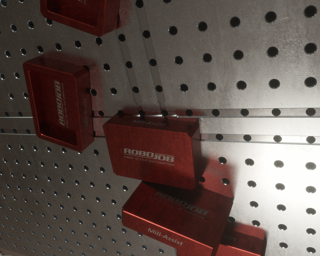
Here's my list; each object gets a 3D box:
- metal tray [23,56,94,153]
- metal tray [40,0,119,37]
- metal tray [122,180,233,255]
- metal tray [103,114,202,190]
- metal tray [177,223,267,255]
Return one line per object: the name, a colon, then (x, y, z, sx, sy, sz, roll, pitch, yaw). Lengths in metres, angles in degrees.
metal tray: (-0.149, -0.034, 0.463, 0.090, 0.030, 0.129, 16, 125, 18)
metal tray: (-0.089, -0.178, 0.342, 0.090, 0.030, 0.129, 23, 127, 14)
metal tray: (0.025, 0.116, 0.426, 0.130, 0.090, 0.030, 18, 125, 17)
metal tray: (-0.010, 0.032, 0.432, 0.130, 0.030, 0.089, 7, 122, 24)
metal tray: (0.092, 0.197, 0.481, 0.130, 0.030, 0.089, 10, 123, 22)
